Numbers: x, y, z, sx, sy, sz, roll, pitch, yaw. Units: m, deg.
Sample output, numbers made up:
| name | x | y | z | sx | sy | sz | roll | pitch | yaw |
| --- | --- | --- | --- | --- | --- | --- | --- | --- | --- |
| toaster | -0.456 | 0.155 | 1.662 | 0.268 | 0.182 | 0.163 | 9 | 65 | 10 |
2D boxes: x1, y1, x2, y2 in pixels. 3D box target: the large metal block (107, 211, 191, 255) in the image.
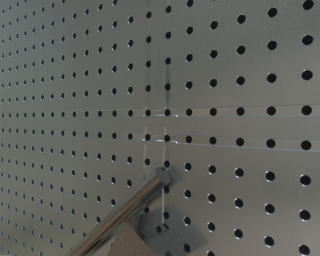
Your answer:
| name | x | y | z | sx | sy | sz | roll | pitch | yaw |
| --- | --- | --- | --- | --- | --- | --- | --- | --- | --- |
| large metal block | -0.019 | 0.172 | 0.407 | 0.080 | 0.050 | 0.079 | 38 | 113 | 33 |

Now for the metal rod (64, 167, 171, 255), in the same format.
| name | x | y | z | sx | sy | sz | roll | pitch | yaw |
| --- | --- | --- | --- | --- | --- | --- | --- | --- | --- |
| metal rod | -0.085 | 0.155 | 0.477 | 0.299 | 0.025 | 0.025 | -46 | 63 | 29 |
